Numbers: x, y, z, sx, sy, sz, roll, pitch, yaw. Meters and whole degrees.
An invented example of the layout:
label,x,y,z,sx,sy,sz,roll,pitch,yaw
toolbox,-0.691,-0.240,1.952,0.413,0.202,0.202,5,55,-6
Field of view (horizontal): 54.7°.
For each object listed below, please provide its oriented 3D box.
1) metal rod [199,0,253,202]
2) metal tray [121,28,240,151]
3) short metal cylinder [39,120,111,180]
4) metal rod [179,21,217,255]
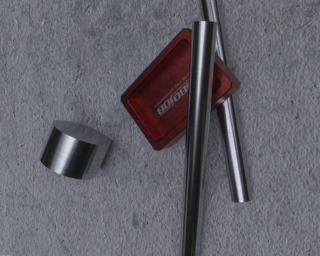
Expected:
label,x,y,z,sx,sy,sz,roll,pitch,yaw
metal rod,0.077,-0.060,0.381,0.025,0.025,0.298,-10,87,20
metal tray,0.020,-0.044,0.381,0.129,0.030,0.090,-43,75,29
short metal cylinder,-0.114,0.028,0.420,0.080,0.080,0.050,26,99,18
metal rod,0.041,0.036,0.354,0.025,0.025,0.298,8,108,20
